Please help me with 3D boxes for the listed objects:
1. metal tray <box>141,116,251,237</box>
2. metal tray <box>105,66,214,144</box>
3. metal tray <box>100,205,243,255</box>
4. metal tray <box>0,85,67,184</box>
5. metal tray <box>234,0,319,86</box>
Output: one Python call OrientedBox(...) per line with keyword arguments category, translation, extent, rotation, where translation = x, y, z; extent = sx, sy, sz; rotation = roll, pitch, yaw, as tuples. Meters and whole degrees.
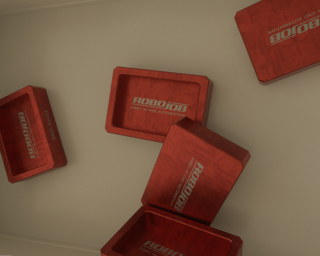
OrientedBox(category="metal tray", translation=(0.037, 0.063, 0.370), extent=(0.090, 0.030, 0.129), rotation=(31, 121, 17))
OrientedBox(category="metal tray", translation=(-0.003, -0.028, 0.407), extent=(0.130, 0.030, 0.089), rotation=(10, 93, 19))
OrientedBox(category="metal tray", translation=(0.013, 0.139, 0.338), extent=(0.130, 0.091, 0.030), rotation=(12, 118, 28))
OrientedBox(category="metal tray", translation=(-0.205, 0.010, 0.478), extent=(0.090, 0.030, 0.129), rotation=(-21, 83, 18))
OrientedBox(category="metal tray", translation=(0.162, -0.114, 0.351), extent=(0.130, 0.030, 0.090), rotation=(-21, 83, 18))
